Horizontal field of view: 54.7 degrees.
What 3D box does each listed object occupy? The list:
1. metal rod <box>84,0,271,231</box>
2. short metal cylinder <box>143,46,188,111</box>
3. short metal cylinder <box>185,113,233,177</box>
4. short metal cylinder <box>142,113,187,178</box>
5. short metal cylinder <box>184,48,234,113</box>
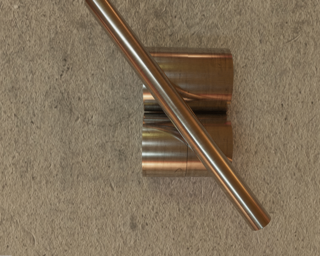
[{"bbox_3d":[0.019,-0.018,0.331,0.025,0.025,0.299,-37,90,0],"label":"metal rod"},{"bbox_3d":[0.006,-0.060,0.384,0.050,0.080,0.079,1,90,0],"label":"short metal cylinder"},{"bbox_3d":[0.056,0.021,0.384,0.050,0.080,0.079,1,90,0],"label":"short metal cylinder"},{"bbox_3d":[0.005,0.021,0.384,0.050,0.080,0.079,1,90,0],"label":"short metal cylinder"},{"bbox_3d":[0.057,-0.059,0.384,0.050,0.080,0.079,1,90,0],"label":"short metal cylinder"}]
